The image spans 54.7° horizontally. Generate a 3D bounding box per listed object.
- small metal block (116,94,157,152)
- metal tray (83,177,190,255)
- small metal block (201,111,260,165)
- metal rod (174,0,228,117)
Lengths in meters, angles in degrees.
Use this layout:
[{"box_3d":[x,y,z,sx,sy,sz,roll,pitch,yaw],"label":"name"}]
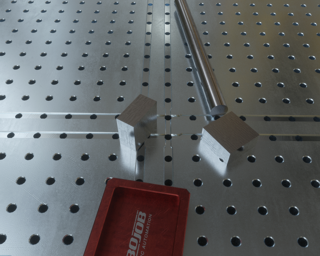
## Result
[{"box_3d":[-0.028,-0.007,0.397,0.025,0.050,0.050,26,55,20],"label":"small metal block"},{"box_3d":[-0.023,0.117,0.305,0.090,0.030,0.130,8,50,6],"label":"metal tray"},{"box_3d":[0.089,0.012,0.399,0.050,0.025,0.050,-28,56,-22],"label":"small metal block"},{"box_3d":[0.061,-0.137,0.523,0.025,0.025,0.300,-6,50,-5],"label":"metal rod"}]
